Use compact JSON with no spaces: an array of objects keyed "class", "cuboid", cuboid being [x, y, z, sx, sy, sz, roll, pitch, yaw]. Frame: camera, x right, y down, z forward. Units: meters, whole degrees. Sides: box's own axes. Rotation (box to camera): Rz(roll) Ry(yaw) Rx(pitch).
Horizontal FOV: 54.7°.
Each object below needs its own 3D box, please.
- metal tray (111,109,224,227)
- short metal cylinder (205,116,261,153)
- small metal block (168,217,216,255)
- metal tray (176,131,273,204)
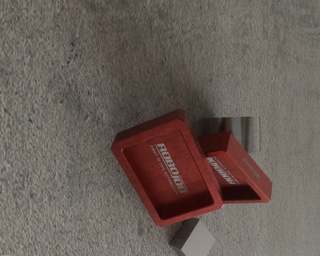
[{"class":"metal tray","cuboid":[0.012,0.052,0.373,0.030,0.090,0.130,-82,148,-65]},{"class":"short metal cylinder","cuboid":[0.107,0.009,0.458,0.081,0.080,0.050,-3,92,-40]},{"class":"small metal block","cuboid":[0.047,0.164,0.444,0.050,0.025,0.050,-50,119,-28]},{"class":"metal tray","cuboid":[0.086,0.061,0.431,0.130,0.090,0.030,45,50,-31]}]
